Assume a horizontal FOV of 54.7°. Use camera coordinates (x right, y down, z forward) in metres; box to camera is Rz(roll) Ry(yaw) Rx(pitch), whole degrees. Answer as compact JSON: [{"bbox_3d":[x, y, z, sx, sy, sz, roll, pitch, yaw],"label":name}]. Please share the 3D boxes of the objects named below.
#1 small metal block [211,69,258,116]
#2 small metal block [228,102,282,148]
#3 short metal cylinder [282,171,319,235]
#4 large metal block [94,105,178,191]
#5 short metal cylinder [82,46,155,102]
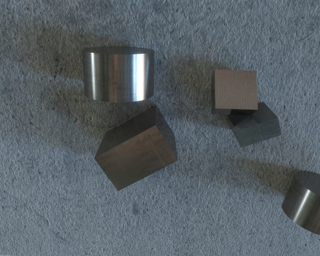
[{"bbox_3d":[0.091,-0.043,0.382,0.050,0.025,0.050,2,76,-1],"label":"small metal block"},{"bbox_3d":[0.118,-0.005,0.394,0.050,0.050,0.025,-19,116,6],"label":"small metal block"},{"bbox_3d":[0.215,0.100,0.420,0.080,0.080,0.050,12,110,-5],"label":"short metal cylinder"},{"bbox_3d":[-0.027,0.022,0.388,0.080,0.080,0.050,-28,108,10],"label":"large metal block"},{"bbox_3d":[-0.047,-0.064,0.356,0.081,0.080,0.050,1,110,-1],"label":"short metal cylinder"}]
